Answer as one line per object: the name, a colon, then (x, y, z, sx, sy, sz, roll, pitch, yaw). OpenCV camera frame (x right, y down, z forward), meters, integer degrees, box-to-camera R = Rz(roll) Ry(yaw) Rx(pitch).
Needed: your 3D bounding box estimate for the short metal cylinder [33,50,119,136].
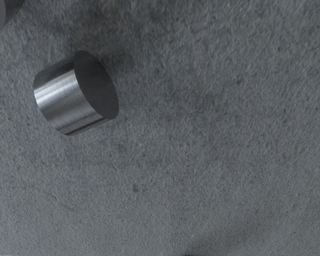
short metal cylinder: (-0.088, -0.037, 0.338, 0.050, 0.080, 0.080, -22, 127, 17)

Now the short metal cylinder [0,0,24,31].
short metal cylinder: (-0.173, -0.126, 0.281, 0.081, 0.050, 0.079, 0, 130, 0)
